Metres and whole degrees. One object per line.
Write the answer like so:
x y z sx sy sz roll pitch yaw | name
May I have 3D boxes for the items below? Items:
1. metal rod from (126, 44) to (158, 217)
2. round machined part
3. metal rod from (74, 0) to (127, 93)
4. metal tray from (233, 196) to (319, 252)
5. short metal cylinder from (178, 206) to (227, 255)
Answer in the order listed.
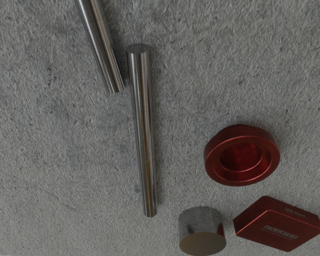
-0.020 0.028 0.430 0.025 0.025 0.298 -1 130 1 | metal rod
0.109 0.033 0.426 0.099 0.042 0.097 0 130 0 | round machined part
-0.079 -0.160 0.270 0.025 0.025 0.298 -8 130 7 | metal rod
0.210 0.175 0.555 0.131 0.030 0.089 23 126 -19 | metal tray
0.073 0.183 0.548 0.081 0.050 0.079 0 130 0 | short metal cylinder
